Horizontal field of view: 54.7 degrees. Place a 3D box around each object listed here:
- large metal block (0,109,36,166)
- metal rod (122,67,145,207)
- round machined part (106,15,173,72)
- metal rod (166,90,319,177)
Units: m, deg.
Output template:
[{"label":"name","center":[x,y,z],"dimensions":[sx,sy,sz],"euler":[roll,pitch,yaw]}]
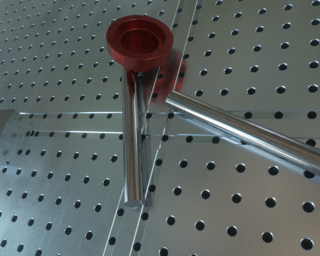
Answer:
[{"label":"large metal block","center":[-0.271,0.017,0.521],"dimensions":[0.080,0.050,0.080],"euler":[-2,61,27]},{"label":"metal rod","center":[-0.042,-0.035,0.449],"dimensions":[0.025,0.025,0.299],"euler":[-18,55,18]},{"label":"round machined part","center":[-0.031,-0.123,0.470],"dimensions":[0.099,0.042,0.098],"euler":[4,56,-5]},{"label":"metal rod","center":[0.123,0.016,0.333],"dimensions":[0.300,0.025,0.025],"euler":[28,77,37]}]
